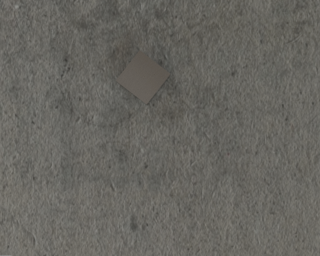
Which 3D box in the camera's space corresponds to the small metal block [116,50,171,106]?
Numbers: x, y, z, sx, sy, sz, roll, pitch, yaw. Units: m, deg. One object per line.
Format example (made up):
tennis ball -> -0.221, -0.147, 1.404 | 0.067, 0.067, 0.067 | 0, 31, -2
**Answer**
small metal block -> -0.022, -0.065, 0.410 | 0.050, 0.025, 0.050 | 38, 90, 0
